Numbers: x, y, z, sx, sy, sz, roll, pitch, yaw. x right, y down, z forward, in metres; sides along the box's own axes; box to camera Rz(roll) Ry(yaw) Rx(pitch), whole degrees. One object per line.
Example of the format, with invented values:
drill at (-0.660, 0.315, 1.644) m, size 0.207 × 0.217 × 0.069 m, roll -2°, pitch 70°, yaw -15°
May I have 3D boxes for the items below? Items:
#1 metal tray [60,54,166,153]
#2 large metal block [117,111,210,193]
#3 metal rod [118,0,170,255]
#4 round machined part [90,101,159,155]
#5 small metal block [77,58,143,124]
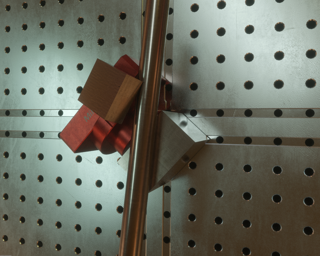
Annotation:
metal tray at (-0.057, -0.027, 0.397) m, size 0.030 × 0.090 × 0.130 m, roll 45°, pitch 104°, yaw 14°
large metal block at (0.007, 0.027, 0.377) m, size 0.050 × 0.080 × 0.080 m, roll 45°, pitch 104°, yaw 14°
metal rod at (-0.018, 0.011, 0.333) m, size 0.025 × 0.025 × 0.298 m, roll 7°, pitch 92°, yaw 19°
round machined part at (-0.035, -0.001, 0.389) m, size 0.042 × 0.098 × 0.098 m, roll 44°, pitch 103°, yaw 14°
small metal block at (-0.053, -0.039, 0.326) m, size 0.050 × 0.025 × 0.050 m, roll 33°, pitch 99°, yaw 36°
